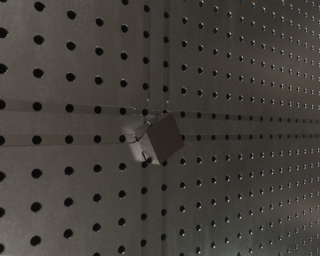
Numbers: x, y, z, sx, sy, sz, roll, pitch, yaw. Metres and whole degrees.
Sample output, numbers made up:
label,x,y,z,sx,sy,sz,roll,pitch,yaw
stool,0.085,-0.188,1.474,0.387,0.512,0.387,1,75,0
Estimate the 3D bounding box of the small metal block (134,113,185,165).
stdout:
label,x,y,z,sx,sy,sz,roll,pitch,yaw
small metal block,0.000,0.013,0.411,0.050,0.025,0.050,-35,112,-35
